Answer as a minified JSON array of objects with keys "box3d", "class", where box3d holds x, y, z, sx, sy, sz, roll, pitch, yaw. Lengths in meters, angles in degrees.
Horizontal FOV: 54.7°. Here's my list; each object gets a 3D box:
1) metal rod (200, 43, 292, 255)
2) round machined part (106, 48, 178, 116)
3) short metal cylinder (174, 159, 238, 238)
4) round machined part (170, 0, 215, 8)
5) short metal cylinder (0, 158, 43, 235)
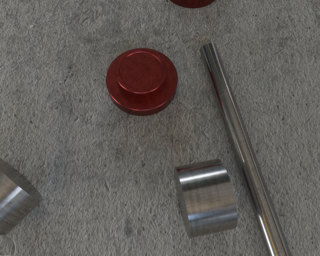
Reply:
[{"box3d":[0.105,0.020,0.401,0.025,0.025,0.299,-13,71,-5],"class":"metal rod"},{"box3d":[-0.025,-0.069,0.424,0.099,0.042,0.098,0,70,-1],"class":"round machined part"},{"box3d":[0.049,0.079,0.351,0.050,0.080,0.080,-11,71,-4],"class":"short metal cylinder"},{"box3d":[0.052,-0.242,0.488,0.099,0.042,0.098,0,70,-1],"class":"round machined part"},{"box3d":[-0.182,0.074,0.350,0.080,0.080,0.050,40,75,13],"class":"short metal cylinder"}]
